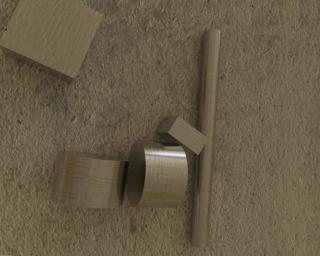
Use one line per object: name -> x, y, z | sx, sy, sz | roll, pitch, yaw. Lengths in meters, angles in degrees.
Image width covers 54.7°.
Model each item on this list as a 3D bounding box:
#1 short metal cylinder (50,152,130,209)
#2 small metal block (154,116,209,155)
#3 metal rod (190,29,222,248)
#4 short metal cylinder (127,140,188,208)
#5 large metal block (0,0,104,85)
short metal cylinder -> -0.078, 0.056, 0.352 | 0.081, 0.080, 0.050 | 9, 87, -20
small metal block -> 0.027, 0.009, 0.407 | 0.050, 0.050, 0.025 | 36, 78, -17
metal rod -> 0.065, 0.013, 0.434 | 0.025, 0.025, 0.298 | 4, 89, -20
short metal cylinder -> -0.006, 0.056, 0.379 | 0.050, 0.080, 0.080 | 7, 88, -20
large metal block -> -0.121, -0.105, 0.351 | 0.080, 0.050, 0.080 | 24, 82, -19
